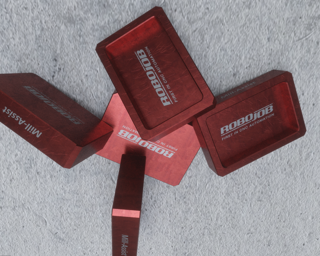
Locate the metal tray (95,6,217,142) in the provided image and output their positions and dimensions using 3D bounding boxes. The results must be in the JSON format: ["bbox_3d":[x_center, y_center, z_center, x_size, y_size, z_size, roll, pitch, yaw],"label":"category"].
[{"bbox_3d":[-0.006,-0.060,0.355,0.090,0.030,0.130,-30,79,10],"label":"metal tray"}]

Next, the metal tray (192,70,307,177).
[{"bbox_3d":[0.112,-0.007,0.390,0.131,0.030,0.090,-25,109,-7],"label":"metal tray"}]

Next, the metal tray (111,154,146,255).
[{"bbox_3d":[-0.039,0.108,0.395,0.030,0.090,0.129,5,131,-2],"label":"metal tray"}]

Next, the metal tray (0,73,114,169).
[{"bbox_3d":[-0.128,-0.014,0.353,0.130,0.090,0.030,35,107,5],"label":"metal tray"}]

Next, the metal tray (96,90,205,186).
[{"bbox_3d":[-0.016,0.013,0.413,0.131,0.030,0.089,24,108,-9],"label":"metal tray"}]
